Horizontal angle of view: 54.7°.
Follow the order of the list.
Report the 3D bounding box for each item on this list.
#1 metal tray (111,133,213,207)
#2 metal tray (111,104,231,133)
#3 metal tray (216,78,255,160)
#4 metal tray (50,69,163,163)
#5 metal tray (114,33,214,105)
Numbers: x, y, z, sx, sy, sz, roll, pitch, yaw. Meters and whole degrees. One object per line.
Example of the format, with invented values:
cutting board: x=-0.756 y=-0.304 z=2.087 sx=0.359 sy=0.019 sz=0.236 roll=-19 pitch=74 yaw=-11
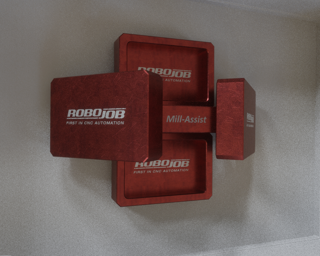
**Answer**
metal tray: x=0.004 y=0.050 z=0.406 sx=0.131 sy=0.030 sz=0.089 roll=0 pitch=90 yaw=-21
metal tray: x=0.013 y=-0.010 z=0.379 sx=0.131 sy=0.090 sz=0.030 roll=0 pitch=90 yaw=-21
metal tray: x=0.100 y=-0.009 z=0.397 sx=0.030 sy=0.130 sz=0.089 roll=1 pitch=90 yaw=22
metal tray: x=-0.062 y=-0.012 z=0.337 sx=0.030 sy=0.130 sz=0.089 roll=1 pitch=89 yaw=-62
metal tray: x=0.007 y=-0.070 z=0.408 sx=0.131 sy=0.030 sz=0.089 roll=0 pitch=91 yaw=-21
